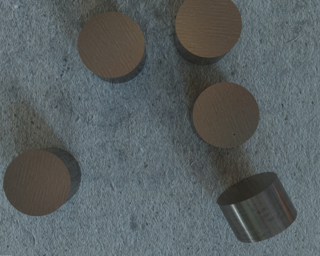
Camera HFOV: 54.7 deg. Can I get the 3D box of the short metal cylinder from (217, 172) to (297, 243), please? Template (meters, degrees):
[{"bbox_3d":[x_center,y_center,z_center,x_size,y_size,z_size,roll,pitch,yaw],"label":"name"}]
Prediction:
[{"bbox_3d":[0.119,0.096,0.383,0.080,0.080,0.050,-28,90,0],"label":"short metal cylinder"}]

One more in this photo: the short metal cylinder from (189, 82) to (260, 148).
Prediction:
[{"bbox_3d":[0.080,-0.016,0.398,0.081,0.050,0.080,0,90,0],"label":"short metal cylinder"}]

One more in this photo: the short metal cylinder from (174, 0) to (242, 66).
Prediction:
[{"bbox_3d":[0.059,-0.125,0.398,0.081,0.050,0.080,0,90,0],"label":"short metal cylinder"}]

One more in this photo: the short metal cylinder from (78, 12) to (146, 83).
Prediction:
[{"bbox_3d":[-0.059,-0.100,0.397,0.081,0.050,0.080,0,90,0],"label":"short metal cylinder"}]

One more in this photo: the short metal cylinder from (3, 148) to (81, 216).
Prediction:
[{"bbox_3d":[-0.147,0.066,0.396,0.081,0.050,0.080,0,90,0],"label":"short metal cylinder"}]
